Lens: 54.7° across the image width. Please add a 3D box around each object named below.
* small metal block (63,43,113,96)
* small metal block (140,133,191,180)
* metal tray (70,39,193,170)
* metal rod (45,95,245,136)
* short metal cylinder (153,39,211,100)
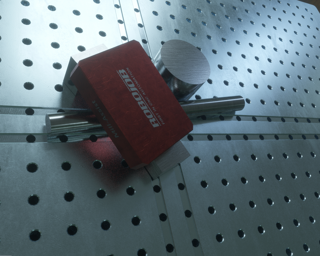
[{"bbox_3d":[-0.089,-0.073,0.389,0.025,0.050,0.050,49,51,6],"label":"small metal block"},{"bbox_3d":[0.002,0.029,0.391,0.050,0.025,0.050,-26,76,-37],"label":"small metal block"},{"bbox_3d":[-0.029,-0.030,0.359,0.091,0.030,0.130,-35,93,-38],"label":"metal tray"},{"bbox_3d":[0.002,-0.022,0.425,0.303,0.025,0.025,-8,66,-32],"label":"metal rod"},{"bbox_3d":[0.027,-0.083,0.458,0.081,0.050,0.080,14,56,-21],"label":"short metal cylinder"}]
